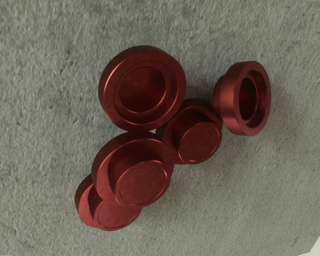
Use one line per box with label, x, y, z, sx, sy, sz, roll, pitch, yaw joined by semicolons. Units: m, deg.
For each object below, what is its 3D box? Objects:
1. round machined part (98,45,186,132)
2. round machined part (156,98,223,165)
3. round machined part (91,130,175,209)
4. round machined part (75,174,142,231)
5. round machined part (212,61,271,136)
round machined part;-0.023;-0.047;0.356;0.099;0.042;0.097;-14;124;-21
round machined part;0.047;0.011;0.430;0.099;0.042;0.097;-14;125;-21
round machined part;-0.026;0.055;0.362;0.099;0.042;0.097;-14;124;-21
round machined part;-0.063;0.102;0.426;0.099;0.042;0.097;-14;125;-21
round machined part;0.107;-0.039;0.415;0.099;0.042;0.097;-6;98;-45
